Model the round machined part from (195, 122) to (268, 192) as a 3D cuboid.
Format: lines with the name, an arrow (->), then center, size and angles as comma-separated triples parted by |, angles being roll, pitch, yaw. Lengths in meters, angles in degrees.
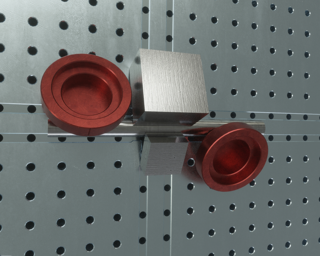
round machined part -> 0.094, 0.036, 0.425 | 0.099, 0.042, 0.097 | -8, 118, -16

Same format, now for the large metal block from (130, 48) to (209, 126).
large metal block -> 0.009, -0.048, 0.391 | 0.081, 0.050, 0.080 | 1, 72, -20

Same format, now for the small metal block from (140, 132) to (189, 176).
small metal block -> 0.005, 0.034, 0.404 | 0.050, 0.025, 0.050 | 1, 119, -20

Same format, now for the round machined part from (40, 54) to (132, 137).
round machined part -> -0.085, -0.034, 0.358 | 0.099, 0.042, 0.098 | 9, 61, -16

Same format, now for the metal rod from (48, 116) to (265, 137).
metal rod -> 0.010, 0.000, 0.417 | 0.302, 0.025, 0.025 | 0, 90, -20
